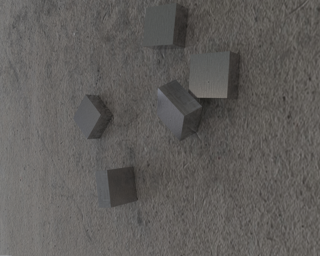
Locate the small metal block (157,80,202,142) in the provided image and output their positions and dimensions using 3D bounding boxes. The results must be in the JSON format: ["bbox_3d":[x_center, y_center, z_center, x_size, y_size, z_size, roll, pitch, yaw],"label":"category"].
[{"bbox_3d":[0.021,-0.021,0.371,0.050,0.025,0.050,50,156,28],"label":"small metal block"}]

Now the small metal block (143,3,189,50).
[{"bbox_3d":[0.007,-0.129,0.399,0.050,0.025,0.050,9,96,39],"label":"small metal block"}]

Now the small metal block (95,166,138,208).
[{"bbox_3d":[-0.061,0.083,0.439,0.025,0.050,0.050,-12,82,39],"label":"small metal block"}]

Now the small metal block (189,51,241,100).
[{"bbox_3d":[0.062,-0.059,0.354,0.050,0.025,0.050,5,93,40],"label":"small metal block"}]

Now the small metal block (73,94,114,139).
[{"bbox_3d":[-0.107,-0.018,0.494,0.050,0.025,0.050,49,119,28],"label":"small metal block"}]
